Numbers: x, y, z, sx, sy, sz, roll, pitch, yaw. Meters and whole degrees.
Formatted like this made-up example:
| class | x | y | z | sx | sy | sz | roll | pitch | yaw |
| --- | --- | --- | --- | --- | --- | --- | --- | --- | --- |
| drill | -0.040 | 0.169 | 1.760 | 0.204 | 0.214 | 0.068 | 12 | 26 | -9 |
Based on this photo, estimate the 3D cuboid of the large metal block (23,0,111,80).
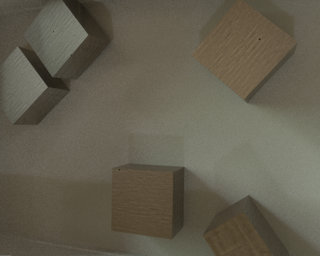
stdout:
| class | x | y | z | sx | sy | sz | roll | pitch | yaw |
| --- | --- | --- | --- | --- | --- | --- | --- | --- | --- |
| large metal block | -0.131 | -0.127 | 0.437 | 0.080 | 0.050 | 0.080 | -42 | 77 | 22 |

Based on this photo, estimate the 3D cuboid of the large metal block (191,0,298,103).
| class | x | y | z | sx | sy | sz | roll | pitch | yaw |
| --- | --- | --- | --- | --- | --- | --- | --- | --- | --- |
| large metal block | 0.098 | -0.087 | 0.363 | 0.080 | 0.050 | 0.080 | 44 | 103 | 14 |

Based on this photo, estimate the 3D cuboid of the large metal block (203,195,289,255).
| class | x | y | z | sx | sy | sz | roll | pitch | yaw |
| --- | --- | --- | --- | --- | --- | --- | --- | --- | --- |
| large metal block | 0.099 | 0.130 | 0.346 | 0.050 | 0.080 | 0.080 | -37 | 79 | 16 |

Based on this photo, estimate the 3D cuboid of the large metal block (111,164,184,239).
| class | x | y | z | sx | sy | sz | roll | pitch | yaw |
| --- | --- | --- | --- | --- | --- | --- | --- | --- | --- |
| large metal block | -0.015 | 0.091 | 0.401 | 0.080 | 0.050 | 0.079 | 1 | 90 | 19 |

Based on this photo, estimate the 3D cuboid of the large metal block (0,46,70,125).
| class | x | y | z | sx | sy | sz | roll | pitch | yaw |
| --- | --- | --- | --- | --- | --- | --- | --- | --- | --- |
| large metal block | -0.198 | -0.061 | 0.465 | 0.080 | 0.050 | 0.080 | -42 | 77 | 15 |
